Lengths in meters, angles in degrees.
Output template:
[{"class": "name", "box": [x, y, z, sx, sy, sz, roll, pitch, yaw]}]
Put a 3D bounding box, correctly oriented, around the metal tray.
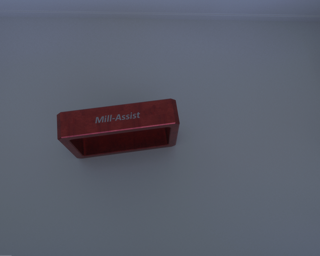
[{"class": "metal tray", "box": [-0.045, 0.004, 0.373, 0.131, 0.090, 0.030, -7, 71, -3]}]
